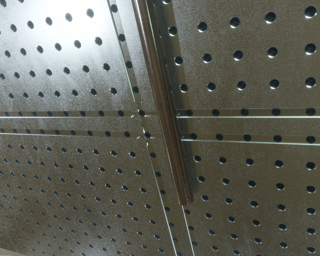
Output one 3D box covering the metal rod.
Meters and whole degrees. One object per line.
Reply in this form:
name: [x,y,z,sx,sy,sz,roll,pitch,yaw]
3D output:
metal rod: [0.008,-0.025,0.390,0.025,0.025,0.298,1,119,27]
